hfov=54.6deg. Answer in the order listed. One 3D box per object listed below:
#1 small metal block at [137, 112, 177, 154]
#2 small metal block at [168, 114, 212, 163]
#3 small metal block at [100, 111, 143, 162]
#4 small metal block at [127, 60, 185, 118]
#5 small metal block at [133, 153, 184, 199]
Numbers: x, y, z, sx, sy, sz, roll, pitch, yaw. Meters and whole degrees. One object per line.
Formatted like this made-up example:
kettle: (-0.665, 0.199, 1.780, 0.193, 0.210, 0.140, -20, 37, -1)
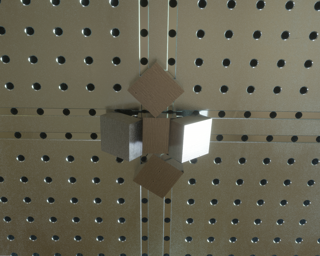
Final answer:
small metal block: (-0.004, 0.006, 0.415, 0.050, 0.025, 0.050, 1, 109, -1)
small metal block: (0.039, 0.012, 0.403, 0.050, 0.025, 0.050, -14, 116, -39)
small metal block: (-0.050, 0.010, 0.403, 0.050, 0.025, 0.050, 17, 115, 33)
small metal block: (-0.005, -0.050, 0.395, 0.050, 0.025, 0.050, -42, 104, 13)
small metal block: (-0.002, 0.063, 0.436, 0.050, 0.025, 0.050, 33, 107, -10)
